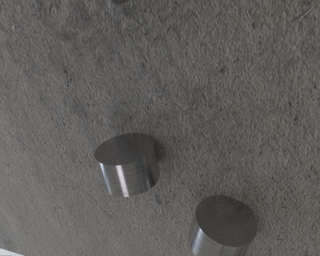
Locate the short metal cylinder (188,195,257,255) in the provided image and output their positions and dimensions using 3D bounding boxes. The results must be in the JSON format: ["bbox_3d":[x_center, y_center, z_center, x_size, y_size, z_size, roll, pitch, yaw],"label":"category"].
[{"bbox_3d":[0.082,0.137,0.413,0.080,0.080,0.050,21,126,15],"label":"short metal cylinder"}]

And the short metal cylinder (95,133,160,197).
[{"bbox_3d":[-0.044,0.048,0.424,0.080,0.080,0.050,5,121,26],"label":"short metal cylinder"}]

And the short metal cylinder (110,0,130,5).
[{"bbox_3d":[-0.036,-0.165,0.288,0.050,0.080,0.080,43,129,-1],"label":"short metal cylinder"}]
